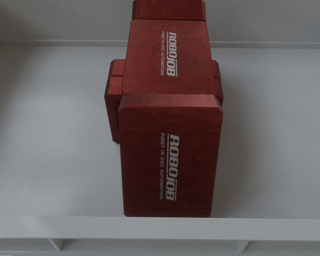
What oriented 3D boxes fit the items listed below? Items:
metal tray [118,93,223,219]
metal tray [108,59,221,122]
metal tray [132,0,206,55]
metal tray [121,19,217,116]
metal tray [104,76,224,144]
[{"bbox_3d":[0.009,0.032,0.306,0.091,0.129,0.030,1,28,0],"label":"metal tray"},{"bbox_3d":[0.005,-0.043,0.397,0.131,0.090,0.030,1,50,0],"label":"metal tray"},{"bbox_3d":[0.011,-0.124,0.438,0.091,0.130,0.030,1,71,0],"label":"metal tray"},{"bbox_3d":[0.009,-0.072,0.343,0.091,0.030,0.130,1,50,0],"label":"metal tray"},{"bbox_3d":[0.005,-0.019,0.378,0.131,0.090,0.030,1,50,0],"label":"metal tray"}]
